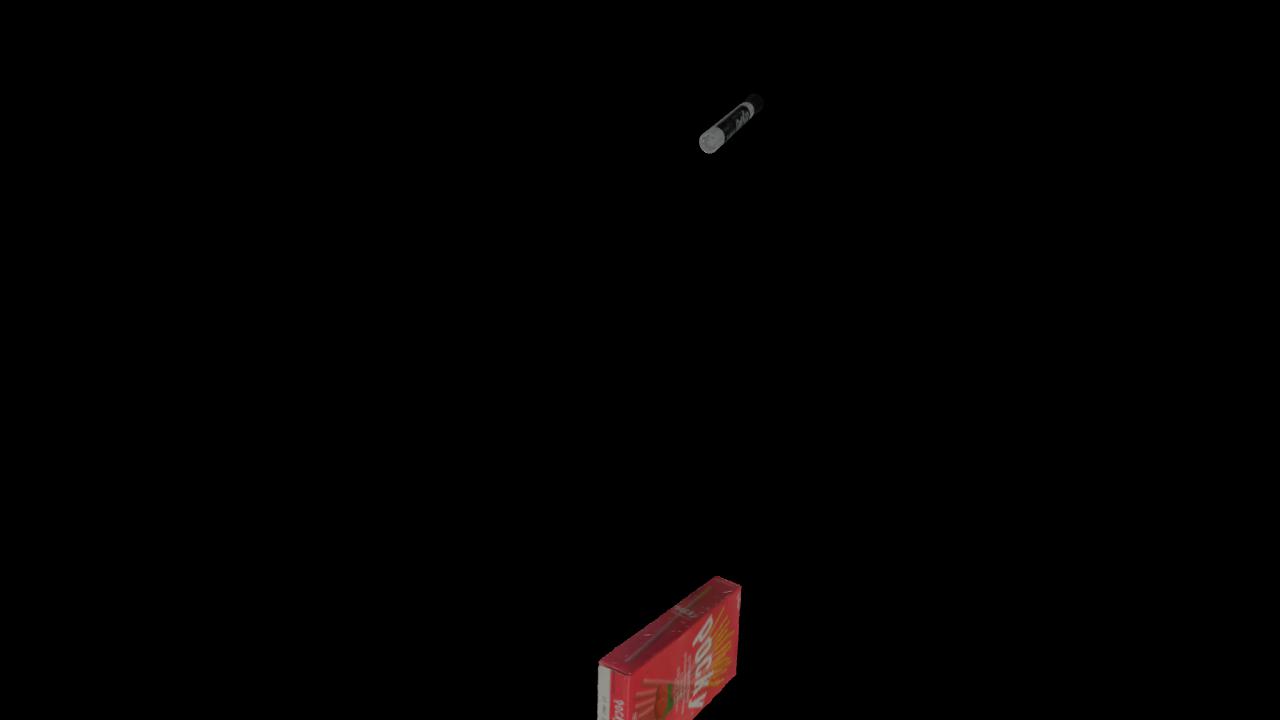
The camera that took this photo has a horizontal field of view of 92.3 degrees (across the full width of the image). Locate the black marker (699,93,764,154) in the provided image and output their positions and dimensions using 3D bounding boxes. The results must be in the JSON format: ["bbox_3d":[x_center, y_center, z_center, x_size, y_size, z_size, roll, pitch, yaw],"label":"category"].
[{"bbox_3d":[0.088,-0.222,0.571,0.020,0.020,0.121,0,35,36],"label":"black marker"}]

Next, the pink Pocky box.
[{"bbox_3d":[0.027,0.232,0.463,0.029,0.084,0.155,8,10,36],"label":"pink Pocky box"}]
